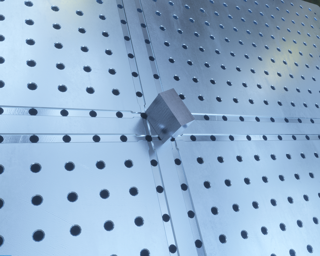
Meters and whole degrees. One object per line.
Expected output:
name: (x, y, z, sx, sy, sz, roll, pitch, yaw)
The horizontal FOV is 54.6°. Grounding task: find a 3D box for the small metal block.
small metal block: (0.011, -0.015, 0.407, 0.025, 0.050, 0.050, -25, 76, -37)
